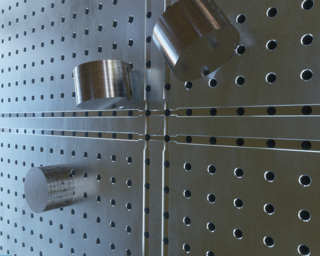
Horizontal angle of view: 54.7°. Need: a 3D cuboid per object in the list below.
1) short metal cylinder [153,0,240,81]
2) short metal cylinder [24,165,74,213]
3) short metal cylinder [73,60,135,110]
[{"bbox_3d":[0.039,-0.096,0.340,0.080,0.081,0.050,-43,65,31],"label":"short metal cylinder"},{"bbox_3d":[-0.198,0.107,0.553,0.080,0.050,0.079,0,90,39],"label":"short metal cylinder"},{"bbox_3d":[-0.078,-0.058,0.436,0.080,0.081,0.050,-12,82,39],"label":"short metal cylinder"}]
